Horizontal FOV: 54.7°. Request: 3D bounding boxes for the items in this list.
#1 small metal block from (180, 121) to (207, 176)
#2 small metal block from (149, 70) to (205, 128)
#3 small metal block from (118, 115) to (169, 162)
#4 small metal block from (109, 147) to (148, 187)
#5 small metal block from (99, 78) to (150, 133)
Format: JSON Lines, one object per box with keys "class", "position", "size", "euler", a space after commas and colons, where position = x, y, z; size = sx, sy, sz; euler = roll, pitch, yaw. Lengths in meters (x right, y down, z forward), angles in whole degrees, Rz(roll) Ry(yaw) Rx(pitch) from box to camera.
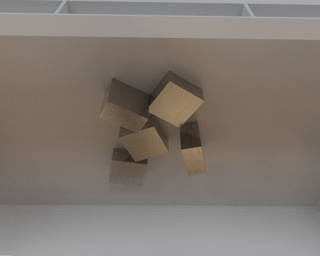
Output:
{"class": "small metal block", "position": [0.044, 0.027, 0.416], "size": [0.025, 0.050, 0.050], "euler": [-10, 130, 8]}
{"class": "small metal block", "position": [0.018, -0.034, 0.380], "size": [0.050, 0.025, 0.050], "euler": [27, 125, -21]}
{"class": "small metal block", "position": [-0.021, 0.015, 0.421], "size": [0.050, 0.025, 0.050], "euler": [-18, 128, 15]}
{"class": "small metal block", "position": [-0.047, 0.058, 0.458], "size": [0.050, 0.025, 0.050], "euler": [8, 130, -7]}
{"class": "small metal block", "position": [-0.041, -0.027, 0.369], "size": [0.050, 0.050, 0.025], "euler": [23, 126, -18]}
